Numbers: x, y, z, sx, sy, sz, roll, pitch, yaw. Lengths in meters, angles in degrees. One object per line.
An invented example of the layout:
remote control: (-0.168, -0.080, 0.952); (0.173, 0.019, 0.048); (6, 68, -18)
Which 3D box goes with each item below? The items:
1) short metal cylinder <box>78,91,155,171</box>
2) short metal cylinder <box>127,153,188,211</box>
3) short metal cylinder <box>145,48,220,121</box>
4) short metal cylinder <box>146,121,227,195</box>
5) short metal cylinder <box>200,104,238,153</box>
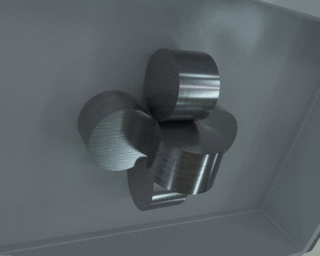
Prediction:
short metal cylinder: (-0.050, 0.003, 0.364); (0.081, 0.050, 0.079); (-14, 124, -21)
short metal cylinder: (-0.004, 0.065, 0.408); (0.050, 0.080, 0.079); (-2, 120, -28)
short metal cylinder: (0.023, -0.048, 0.353); (0.050, 0.080, 0.079); (-2, 120, -28)
short metal cylinder: (0.028, 0.029, 0.347); (0.081, 0.080, 0.050); (-1, 119, -28)
short metal cylinder: (0.057, 0.001, 0.421); (0.081, 0.050, 0.079); (-14, 124, -21)
